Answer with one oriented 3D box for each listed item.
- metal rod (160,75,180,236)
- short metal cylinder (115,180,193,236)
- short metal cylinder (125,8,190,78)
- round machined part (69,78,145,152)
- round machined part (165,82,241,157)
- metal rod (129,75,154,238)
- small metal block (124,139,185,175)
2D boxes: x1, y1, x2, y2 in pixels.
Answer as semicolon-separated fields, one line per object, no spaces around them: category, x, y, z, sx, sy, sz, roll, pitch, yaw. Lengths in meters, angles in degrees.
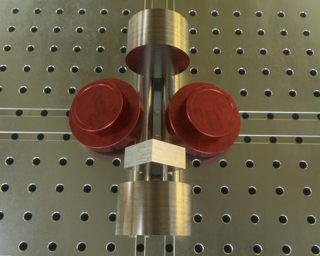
metal rod;0.014;-0.013;0.416;0.025;0.025;0.299;1;70;0
short metal cylinder;-0.006;0.087;0.327;0.080;0.080;0.050;1;70;0
short metal cylinder;-0.003;-0.106;0.398;0.080;0.080;0.050;1;70;0
round machined part;-0.073;-0.021;0.397;0.098;0.042;0.098;-5;69;13
round machined part;0.059;-0.015;0.394;0.099;0.042;0.098;5;70;-14
metal rod;-0.021;-0.012;0.415;0.025;0.025;0.299;1;70;0
small metal block;-0.006;0.035;0.361;0.050;0.050;0.025;18;64;-38
